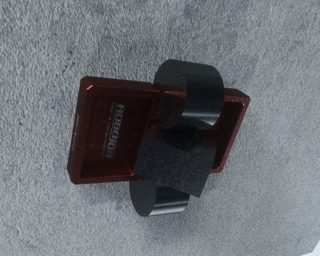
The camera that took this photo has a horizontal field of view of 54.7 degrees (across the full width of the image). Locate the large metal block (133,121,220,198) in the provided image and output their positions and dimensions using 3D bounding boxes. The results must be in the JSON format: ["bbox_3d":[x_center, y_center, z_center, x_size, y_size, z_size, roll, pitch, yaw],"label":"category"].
[{"bbox_3d":[0.023,0.029,0.377,0.080,0.080,0.050,19,115,7],"label":"large metal block"}]

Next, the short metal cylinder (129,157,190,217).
[{"bbox_3d":[-0.002,0.076,0.419,0.050,0.080,0.079,2,118,-30],"label":"short metal cylinder"}]

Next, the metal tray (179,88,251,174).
[{"bbox_3d":[0.066,0.006,0.445,0.091,0.030,0.129,1,118,-29],"label":"metal tray"}]

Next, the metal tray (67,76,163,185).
[{"bbox_3d":[-0.057,0.006,0.378,0.091,0.030,0.129,1,118,-29],"label":"metal tray"}]

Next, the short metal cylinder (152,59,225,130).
[{"bbox_3d":[0.030,-0.038,0.366,0.050,0.080,0.079,2,118,-30],"label":"short metal cylinder"}]
